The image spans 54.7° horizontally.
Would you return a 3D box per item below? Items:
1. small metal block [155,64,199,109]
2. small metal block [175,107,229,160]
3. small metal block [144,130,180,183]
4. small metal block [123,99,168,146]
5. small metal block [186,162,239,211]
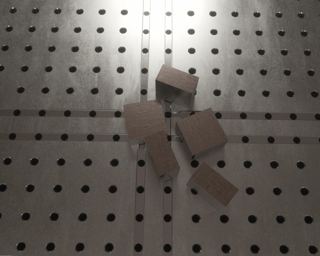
[{"bbox_3d":[0.022,-0.055,0.419,0.050,0.050,0.025,22,72,7],"label":"small metal block"},{"bbox_3d":[0.054,0.008,0.410,0.050,0.025,0.050,-22,72,-8],"label":"small metal block"},{"bbox_3d":[0.002,0.037,0.385,0.025,0.050,0.050,-21,72,-8],"label":"small metal block"},{"bbox_3d":[-0.019,-0.008,0.414,0.050,0.025,0.050,-10,70,-4],"label":"small metal block"},{"bbox_3d":[0.061,0.071,0.373,0.050,0.050,0.025,39,75,12],"label":"small metal block"}]
